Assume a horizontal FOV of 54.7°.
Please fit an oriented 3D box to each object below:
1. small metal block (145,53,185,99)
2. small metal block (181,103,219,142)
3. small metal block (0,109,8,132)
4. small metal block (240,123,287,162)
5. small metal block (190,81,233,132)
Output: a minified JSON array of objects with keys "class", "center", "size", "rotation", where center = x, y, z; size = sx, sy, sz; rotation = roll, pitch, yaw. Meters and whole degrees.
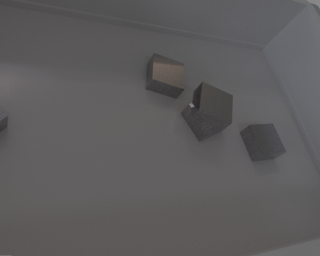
[{"class":"small metal block","center":[0.008,-0.076,0.456],"size":[0.050,0.025,0.050],"rotation":[15,56,-20]},{"class":"small metal block","center":[0.067,-0.014,0.450],"size":[0.050,0.025,0.050],"rotation":[-22,73,-36]},{"class":"small metal block","center":[-0.191,-0.008,0.308],"size":[0.050,0.025,0.050],"rotation":[40,51,-1]},{"class":"small metal block","center":[0.158,0.022,0.477],"size":[0.050,0.025,0.050],"rotation":[-3,63,-30]},{"class":"small metal block","center":[0.072,-0.030,0.430],"size":[0.050,0.025,0.050],"rotation":[22,54,-15]}]
